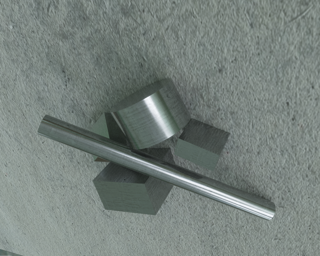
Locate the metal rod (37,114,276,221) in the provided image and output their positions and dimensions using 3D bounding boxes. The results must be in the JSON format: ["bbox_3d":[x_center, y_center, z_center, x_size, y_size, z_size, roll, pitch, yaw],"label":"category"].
[{"bbox_3d":[0.003,0.052,0.378,0.302,0.025,0.025,22,129,-9],"label":"metal rod"}]

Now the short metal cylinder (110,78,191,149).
[{"bbox_3d":[-0.011,-0.018,0.365,0.080,0.080,0.050,-17,109,34],"label":"short metal cylinder"}]

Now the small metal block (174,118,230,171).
[{"bbox_3d":[0.052,0.019,0.374,0.050,0.050,0.025,23,127,14],"label":"small metal block"}]

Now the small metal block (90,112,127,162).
[{"bbox_3d":[-0.074,0.014,0.435,0.050,0.025,0.050,-44,50,39],"label":"small metal block"}]

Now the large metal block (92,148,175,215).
[{"bbox_3d":[-0.031,0.070,0.429,0.080,0.080,0.050,-2,118,29],"label":"large metal block"}]
